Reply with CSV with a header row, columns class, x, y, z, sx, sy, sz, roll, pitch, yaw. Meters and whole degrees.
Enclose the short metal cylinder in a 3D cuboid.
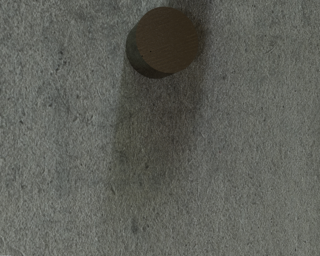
class,x,y,z,sx,sy,sz,roll,pitch,yaw
short metal cylinder,0.001,-0.106,0.396,0.081,0.050,0.080,0,90,-20
